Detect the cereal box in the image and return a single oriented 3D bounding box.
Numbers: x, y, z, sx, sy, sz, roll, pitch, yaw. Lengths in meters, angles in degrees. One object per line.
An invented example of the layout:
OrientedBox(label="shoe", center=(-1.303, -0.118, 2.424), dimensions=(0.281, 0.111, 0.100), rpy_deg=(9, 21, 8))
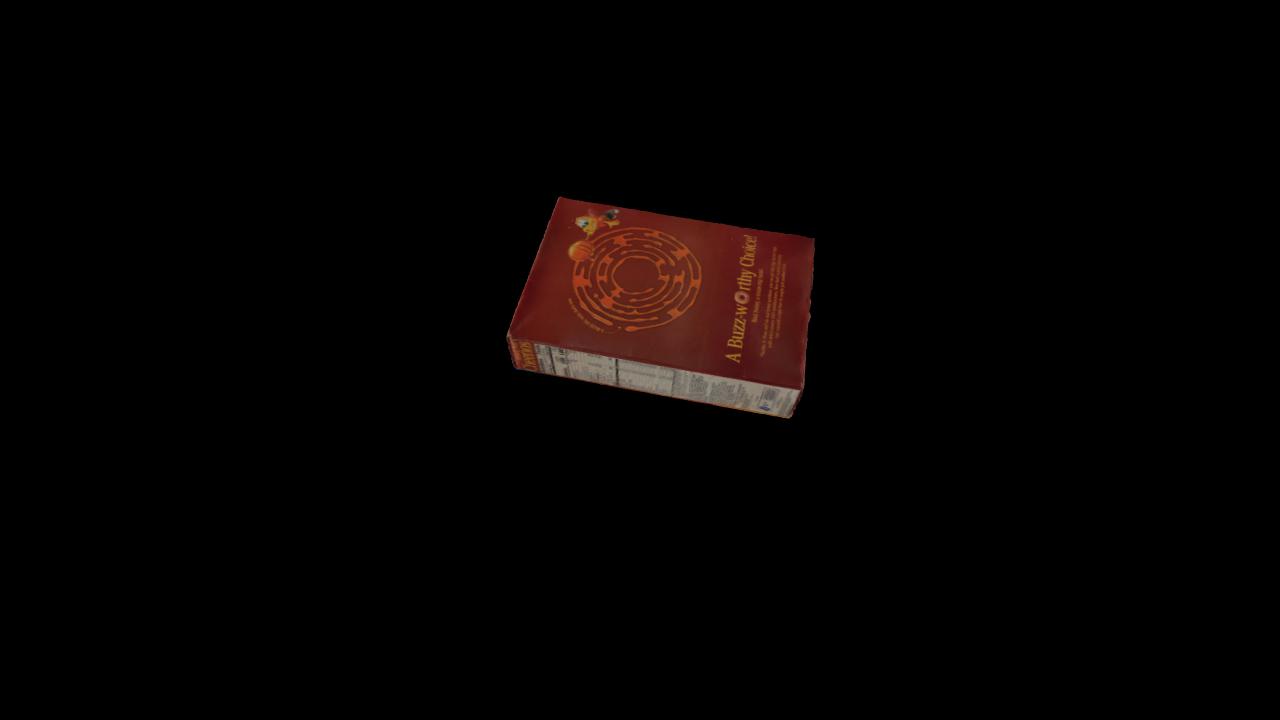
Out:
OrientedBox(label="cereal box", center=(0.029, -0.064, 0.681), dimensions=(0.306, 0.203, 0.081), rpy_deg=(9, -31, 5))
